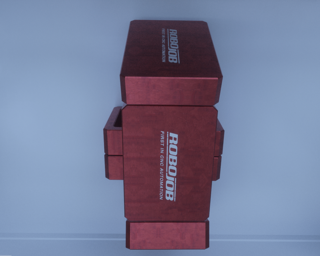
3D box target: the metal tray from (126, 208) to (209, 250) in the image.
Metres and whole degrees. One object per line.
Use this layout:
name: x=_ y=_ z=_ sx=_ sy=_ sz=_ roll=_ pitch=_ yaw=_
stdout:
metal tray: x=0.008 y=0.117 z=0.395 sx=0.091 sy=0.130 sz=0.030 roll=0 pitch=89 yaw=-1

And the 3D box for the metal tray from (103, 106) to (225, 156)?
metal tray: x=0.004 y=0.001 z=0.376 sx=0.131 sy=0.090 sz=0.030 roll=1 pitch=110 yaw=-1

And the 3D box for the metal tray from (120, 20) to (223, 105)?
metal tray: x=0.010 y=-0.074 z=0.326 sx=0.091 sy=0.130 sz=0.030 roll=1 pitch=130 yaw=-1

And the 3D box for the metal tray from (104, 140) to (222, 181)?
metal tray: x=0.003 y=0.030 z=0.387 sx=0.131 sy=0.090 sz=0.030 roll=1 pitch=110 yaw=-1

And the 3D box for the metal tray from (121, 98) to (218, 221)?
metal tray: x=0.008 y=0.034 z=0.323 sx=0.091 sy=0.030 sz=0.129 roll=0 pitch=110 yaw=-1
